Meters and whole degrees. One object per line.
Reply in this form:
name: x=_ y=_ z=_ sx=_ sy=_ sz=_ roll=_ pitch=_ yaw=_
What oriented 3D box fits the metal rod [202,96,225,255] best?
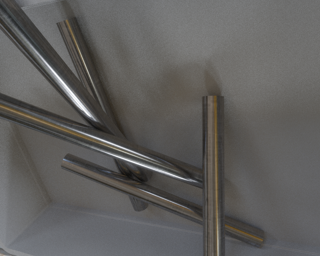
metal rod: x=0.062 y=0.113 z=0.356 sx=0.025 sy=0.025 sz=0.298 roll=0 pitch=90 yaw=28

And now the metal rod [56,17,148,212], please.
metal rod: x=-0.074 y=-0.004 z=0.443 sx=0.025 sy=0.025 sz=0.298 roll=-4 pitch=117 yaw=30

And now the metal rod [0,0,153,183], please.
metal rod: x=-0.079 y=-0.017 z=0.359 sx=0.025 sy=0.025 sz=0.299 roll=0 pitch=144 yaw=28

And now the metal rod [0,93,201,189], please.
metal rod: x=-0.053 y=0.023 z=0.364 sx=0.302 sy=0.025 sz=0.025 roll=22 pitch=132 yaw=-21

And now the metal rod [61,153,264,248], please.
metal rod: x=-0.001 y=0.102 z=0.446 sx=0.301 sy=0.025 sz=0.025 roll=21 pitch=127 yaw=6
